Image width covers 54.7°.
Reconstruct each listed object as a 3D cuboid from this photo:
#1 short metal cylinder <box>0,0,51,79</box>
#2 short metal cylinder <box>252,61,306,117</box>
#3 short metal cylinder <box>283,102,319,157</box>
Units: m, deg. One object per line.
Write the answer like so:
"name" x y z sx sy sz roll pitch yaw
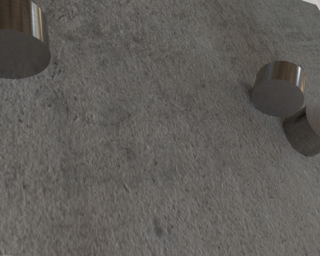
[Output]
"short metal cylinder" -0.165 -0.098 0.340 0.081 0.080 0.050 0 62 -29
"short metal cylinder" 0.199 -0.065 0.518 0.080 0.080 0.050 32 52 -8
"short metal cylinder" 0.261 0.003 0.530 0.081 0.050 0.080 14 56 -21
